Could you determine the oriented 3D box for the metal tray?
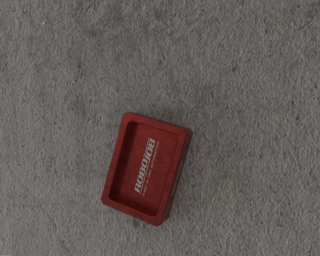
[{"bbox_3d":[-0.019,0.052,0.413,0.090,0.030,0.129,17,96,19],"label":"metal tray"}]
